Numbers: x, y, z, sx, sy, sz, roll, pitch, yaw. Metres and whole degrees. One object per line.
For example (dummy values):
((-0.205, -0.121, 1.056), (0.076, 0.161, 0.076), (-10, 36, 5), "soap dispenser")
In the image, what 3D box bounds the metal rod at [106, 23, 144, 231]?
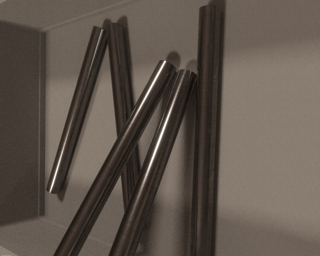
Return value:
((-0.051, -0.003, 0.446), (0.025, 0.025, 0.298), (-10, 83, 39), "metal rod")

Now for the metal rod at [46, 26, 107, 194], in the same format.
((-0.142, -0.021, 0.520), (0.025, 0.025, 0.298), (33, 110, 35), "metal rod")

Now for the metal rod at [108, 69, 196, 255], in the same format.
((-0.016, 0.068, 0.334), (0.025, 0.025, 0.299), (5, 67, 39), "metal rod")

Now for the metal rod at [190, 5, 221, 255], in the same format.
((0.053, 0.011, 0.361), (0.025, 0.025, 0.298), (3, 92, 39), "metal rod")

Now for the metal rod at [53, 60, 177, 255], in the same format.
((-0.058, 0.050, 0.375), (0.025, 0.025, 0.299), (20, 78, 38), "metal rod")
